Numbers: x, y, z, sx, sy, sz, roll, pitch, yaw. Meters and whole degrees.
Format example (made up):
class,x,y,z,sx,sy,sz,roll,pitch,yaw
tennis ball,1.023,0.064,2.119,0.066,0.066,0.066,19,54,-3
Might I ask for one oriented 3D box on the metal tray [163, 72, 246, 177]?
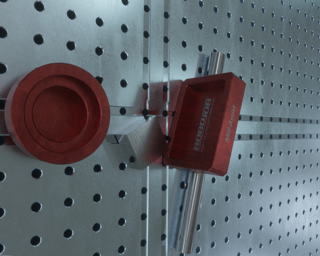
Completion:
class,x,y,z,sx,sy,sz,roll,pitch,yaw
metal tray,0.058,-0.006,0.417,0.030,0.090,0.130,25,75,-38

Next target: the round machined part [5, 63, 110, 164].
class,x,y,z,sx,sy,sz,roll,pitch,yaw
round machined part,-0.104,-0.014,0.312,0.099,0.042,0.097,0,90,-40

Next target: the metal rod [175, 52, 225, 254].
class,x,y,z,sx,sy,sz,roll,pitch,yaw
metal rod,0.062,0.030,0.463,0.025,0.025,0.299,18,78,-39

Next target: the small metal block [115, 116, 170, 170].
class,x,y,z,sx,sy,sz,roll,pitch,yaw
small metal block,-0.021,0.018,0.393,0.050,0.025,0.050,-34,112,-35
